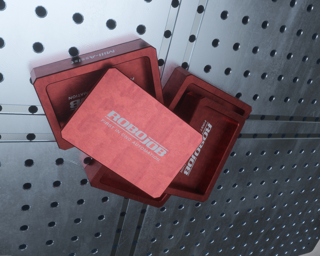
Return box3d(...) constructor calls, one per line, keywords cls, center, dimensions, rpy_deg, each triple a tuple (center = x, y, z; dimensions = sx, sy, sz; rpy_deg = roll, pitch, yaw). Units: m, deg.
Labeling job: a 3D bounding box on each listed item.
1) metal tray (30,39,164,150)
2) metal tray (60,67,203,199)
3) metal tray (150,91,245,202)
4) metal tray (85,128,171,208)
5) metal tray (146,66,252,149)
box3d(cls="metal tray", center=(-0.064, -0.038, 0.349), dimensions=(0.131, 0.030, 0.090), rpy_deg=(-20, 126, -16))
box3d(cls="metal tray", center=(-0.029, 0.006, 0.343), dimensions=(0.130, 0.030, 0.090), rpy_deg=(37, 90, -17))
box3d(cls="metal tray", center=(0.050, 0.028, 0.411), dimensions=(0.090, 0.030, 0.129), rpy_deg=(22, 95, -36))
box3d(cls="metal tray", center=(-0.024, 0.054, 0.428), dimensions=(0.131, 0.030, 0.090), rpy_deg=(29, 102, -38))
box3d(cls="metal tray", center=(0.056, -0.017, 0.426), dimensions=(0.131, 0.030, 0.090), rpy_deg=(21, 107, -35))
